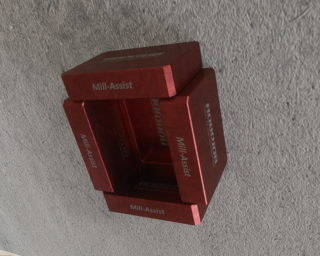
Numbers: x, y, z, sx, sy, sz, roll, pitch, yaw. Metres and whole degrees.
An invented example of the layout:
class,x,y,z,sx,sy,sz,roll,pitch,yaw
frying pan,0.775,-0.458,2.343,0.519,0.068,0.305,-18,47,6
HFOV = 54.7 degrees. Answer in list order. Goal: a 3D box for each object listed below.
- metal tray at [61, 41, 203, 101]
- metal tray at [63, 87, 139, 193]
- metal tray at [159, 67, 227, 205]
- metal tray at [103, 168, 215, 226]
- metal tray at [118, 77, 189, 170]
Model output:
class,x,y,z,sx,sy,sz,roll,pitch,yaw
metal tray,-0.029,-0.063,0.341,0.130,0.090,0.030,1,119,27
metal tray,-0.065,0.006,0.402,0.030,0.090,0.129,1,119,28
metal tray,0.043,0.008,0.347,0.030,0.090,0.129,1,119,28
metal tray,0.003,0.077,0.411,0.130,0.090,0.030,1,119,27
metal tray,0.001,-0.008,0.398,0.090,0.030,0.129,1,119,27
